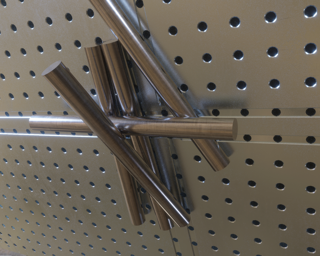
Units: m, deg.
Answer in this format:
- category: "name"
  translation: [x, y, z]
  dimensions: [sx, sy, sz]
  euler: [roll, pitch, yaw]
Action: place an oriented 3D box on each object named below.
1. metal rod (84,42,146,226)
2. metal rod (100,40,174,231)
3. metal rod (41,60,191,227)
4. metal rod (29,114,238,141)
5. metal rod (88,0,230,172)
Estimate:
- category: "metal rod"
  translation: [-0.060, 0.026, 0.457]
  dimensions: [0.025, 0.025, 0.298]
  euler: [4, 121, 26]
- category: "metal rod"
  translation: [-0.025, 0.026, 0.438]
  dimensions: [0.025, 0.025, 0.298]
  euler: [-1, 118, 28]
- category: "metal rod"
  translation: [-0.038, 0.040, 0.401]
  dimensions: [0.025, 0.025, 0.300]
  euler: [-12, 129, 33]
- category: "metal rod"
  translation: [-0.053, -0.003, 0.401]
  dimensions: [0.301, 0.025, 0.025]
  euler: [2, 119, 26]
- category: "metal rod"
  translation: [-0.009, -0.070, 0.371]
  dimensions: [0.025, 0.025, 0.299]
  euler: [-29, 103, 37]
